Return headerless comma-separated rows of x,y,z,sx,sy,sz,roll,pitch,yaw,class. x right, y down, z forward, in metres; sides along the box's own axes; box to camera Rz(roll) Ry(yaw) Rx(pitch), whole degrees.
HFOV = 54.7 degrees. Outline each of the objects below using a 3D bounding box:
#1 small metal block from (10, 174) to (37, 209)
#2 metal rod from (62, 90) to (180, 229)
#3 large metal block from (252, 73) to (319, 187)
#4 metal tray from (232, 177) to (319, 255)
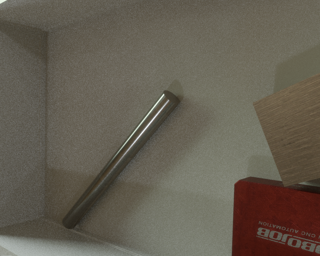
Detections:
-0.282,0.130,0.638,0.050,0.025,0.050,25,105,37,small metal block
-0.071,0.062,0.462,0.298,0.025,0.025,-50,61,28,metal rod
0.142,0.000,0.273,0.080,0.050,0.080,-26,74,36,large metal block
0.135,0.101,0.291,0.130,0.030,0.089,3,92,39,metal tray
